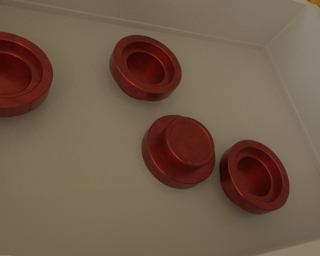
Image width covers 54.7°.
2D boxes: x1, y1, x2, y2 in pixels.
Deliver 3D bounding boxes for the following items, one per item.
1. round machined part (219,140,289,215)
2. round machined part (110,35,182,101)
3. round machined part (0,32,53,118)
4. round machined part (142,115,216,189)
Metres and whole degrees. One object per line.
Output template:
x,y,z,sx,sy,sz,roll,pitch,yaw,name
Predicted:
0.121,0.068,0.418,0.099,0.042,0.098,14,56,-21,round machined part
-0.023,-0.078,0.430,0.099,0.042,0.098,14,56,-21,round machined part
-0.171,-0.053,0.335,0.099,0.042,0.098,14,56,-21,round machined part
0.030,0.025,0.395,0.099,0.042,0.098,14,56,-21,round machined part
